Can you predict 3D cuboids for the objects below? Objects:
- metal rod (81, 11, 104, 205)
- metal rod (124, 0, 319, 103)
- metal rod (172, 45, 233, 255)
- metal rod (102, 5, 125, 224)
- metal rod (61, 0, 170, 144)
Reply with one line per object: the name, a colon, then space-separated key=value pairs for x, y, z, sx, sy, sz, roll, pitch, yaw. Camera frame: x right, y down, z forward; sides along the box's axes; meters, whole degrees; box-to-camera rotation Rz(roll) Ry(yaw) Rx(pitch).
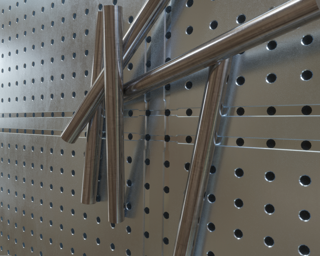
metal rod: x=-0.100 y=-0.028 z=0.489 sx=0.025 sy=0.025 sz=0.298 roll=10 pitch=96 yaw=39
metal rod: x=0.030 y=-0.073 z=0.355 sx=0.299 sy=0.025 sz=0.025 roll=-16 pitch=80 yaw=47
metal rod: x=0.047 y=0.054 z=0.369 sx=0.025 sy=0.025 sz=0.298 roll=16 pitch=100 yaw=38
metal rod: x=-0.063 y=-0.009 z=0.427 sx=0.025 sy=0.025 sz=0.298 roll=12 pitch=107 yaw=39
metal rod: x=-0.057 y=-0.095 z=0.434 sx=0.025 sy=0.025 sz=0.299 roll=49 pitch=112 yaw=28
